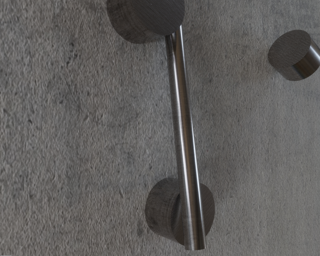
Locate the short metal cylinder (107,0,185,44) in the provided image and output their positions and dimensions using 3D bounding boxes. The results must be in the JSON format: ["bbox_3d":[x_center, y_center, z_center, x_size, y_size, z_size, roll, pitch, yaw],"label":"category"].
[{"bbox_3d":[-0.016,-0.147,0.374,0.081,0.050,0.080,0,90,-40],"label":"short metal cylinder"}]

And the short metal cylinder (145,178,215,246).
[{"bbox_3d":[0.027,0.109,0.411,0.081,0.050,0.080,0,90,-40],"label":"short metal cylinder"}]

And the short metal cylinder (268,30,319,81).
[{"bbox_3d":[0.252,-0.135,0.579,0.050,0.080,0.080,29,72,-37],"label":"short metal cylinder"}]

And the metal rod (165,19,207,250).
[{"bbox_3d":[0.029,-0.008,0.387,0.025,0.025,0.299,6,74,-40],"label":"metal rod"}]
